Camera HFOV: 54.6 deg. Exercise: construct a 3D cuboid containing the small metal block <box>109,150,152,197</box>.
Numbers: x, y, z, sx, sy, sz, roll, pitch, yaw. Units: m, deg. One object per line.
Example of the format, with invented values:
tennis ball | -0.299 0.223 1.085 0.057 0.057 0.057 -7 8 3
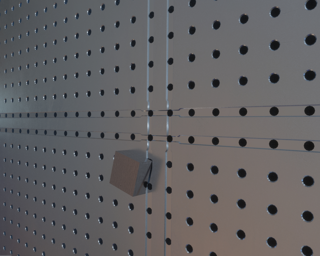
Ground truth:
small metal block | -0.043 0.064 0.446 0.050 0.025 0.050 20 103 38
